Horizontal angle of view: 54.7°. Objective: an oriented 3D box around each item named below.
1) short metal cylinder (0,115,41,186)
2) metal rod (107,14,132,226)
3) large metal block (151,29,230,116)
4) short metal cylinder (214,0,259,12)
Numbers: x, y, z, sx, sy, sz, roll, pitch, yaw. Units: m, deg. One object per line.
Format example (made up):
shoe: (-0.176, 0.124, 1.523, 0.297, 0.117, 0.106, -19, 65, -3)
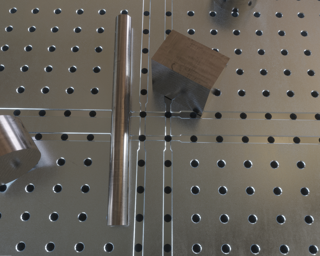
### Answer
short metal cylinder: (-0.193, 0.029, 0.370, 0.080, 0.080, 0.050, -33, 74, -11)
metal rod: (-0.053, -0.024, 0.419, 0.025, 0.025, 0.299, -1, 70, -1)
large metal block: (0.037, -0.070, 0.409, 0.080, 0.080, 0.050, 30, 73, 10)
short metal cylinder: (0.125, -0.231, 0.484, 0.081, 0.050, 0.080, 0, 70, -1)
